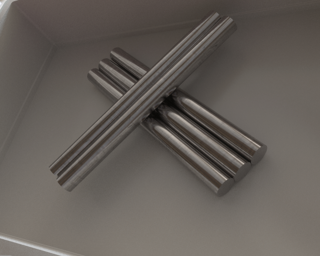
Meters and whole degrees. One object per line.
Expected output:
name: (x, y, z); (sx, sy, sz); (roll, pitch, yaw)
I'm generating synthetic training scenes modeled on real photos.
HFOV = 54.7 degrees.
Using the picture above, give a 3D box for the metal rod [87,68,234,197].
metal rod: (-0.020, -0.012, 0.422); (0.025, 0.025, 0.300); (-47, 51, -4)

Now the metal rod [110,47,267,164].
metal rod: (0.017, -0.047, 0.424); (0.025, 0.025, 0.300); (-46, 51, -4)

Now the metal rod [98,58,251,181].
metal rod: (-0.002, -0.029, 0.422); (0.025, 0.025, 0.300); (-47, 51, -4)

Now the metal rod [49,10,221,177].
metal rod: (-0.030, -0.046, 0.416); (0.300, 0.025, 0.025); (-44, 51, -3)

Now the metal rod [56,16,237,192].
metal rod: (-0.014, -0.033, 0.400); (0.300, 0.025, 0.025); (-44, 51, -3)
